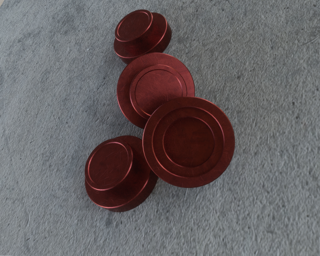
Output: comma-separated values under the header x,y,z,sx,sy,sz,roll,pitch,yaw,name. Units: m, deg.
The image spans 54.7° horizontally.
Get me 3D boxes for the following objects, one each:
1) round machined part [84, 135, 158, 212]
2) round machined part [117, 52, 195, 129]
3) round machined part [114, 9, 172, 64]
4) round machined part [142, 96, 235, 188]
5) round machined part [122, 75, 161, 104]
x,y,z,sx,sy,sz,roll,pitch,yaw,name
-0.055,0.052,0.390,0.098,0.042,0.098,-13,56,21,round machined part
-0.004,-0.044,0.384,0.098,0.098,0.042,-41,13,0,round machined part
-0.034,-0.154,0.505,0.098,0.042,0.098,-13,56,21,round machined part
0.033,0.016,0.349,0.098,0.042,0.097,-1,86,10,round machined part
-0.019,-0.061,0.440,0.098,0.042,0.098,-13,56,21,round machined part
